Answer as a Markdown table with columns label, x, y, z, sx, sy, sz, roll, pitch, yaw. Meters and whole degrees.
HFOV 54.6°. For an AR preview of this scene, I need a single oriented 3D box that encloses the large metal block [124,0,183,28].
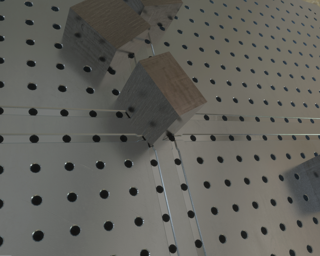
| label | x | y | z | sx | sy | sz | roll | pitch | yaw |
| --- | --- | --- | --- | --- | --- | --- | --- | --- | --- |
| large metal block | -0.023 | -0.213 | 0.509 | 0.081 | 0.050 | 0.080 | -22 | 74 | -36 |

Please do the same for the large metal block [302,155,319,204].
| label | x | y | z | sx | sy | sz | roll | pitch | yaw |
| --- | --- | --- | --- | --- | --- | --- | --- | --- | --- |
| large metal block | 0.290 | 0.083 | 0.497 | 0.081 | 0.050 | 0.080 | 1 | 61 | -28 |

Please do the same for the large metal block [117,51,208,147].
| label | x | y | z | sx | sy | sz | roll | pitch | yaw |
| --- | --- | --- | --- | --- | --- | --- | --- | --- | --- |
| large metal block | 0.000 | -0.036 | 0.394 | 0.050 | 0.080 | 0.080 | -27 | 77 | -37 |

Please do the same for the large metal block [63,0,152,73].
| label | x | y | z | sx | sy | sz | roll | pitch | yaw |
| --- | --- | --- | --- | --- | --- | --- | --- | --- | --- |
| large metal block | -0.073 | -0.137 | 0.436 | 0.080 | 0.050 | 0.080 | 42 | 51 | 0 |
